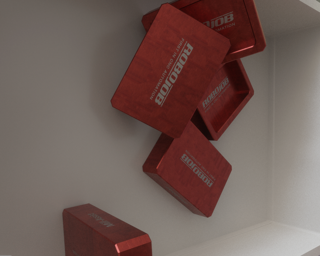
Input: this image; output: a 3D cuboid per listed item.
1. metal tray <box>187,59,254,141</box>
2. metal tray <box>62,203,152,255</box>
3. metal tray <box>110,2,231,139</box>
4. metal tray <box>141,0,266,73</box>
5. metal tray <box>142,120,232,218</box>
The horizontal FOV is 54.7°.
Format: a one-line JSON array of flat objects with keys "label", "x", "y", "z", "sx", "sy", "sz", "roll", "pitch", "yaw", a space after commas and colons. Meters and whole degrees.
[{"label": "metal tray", "x": 0.090, "y": -0.053, "z": 0.481, "sx": 0.131, "sy": 0.030, "sz": 0.090, "roll": -46, "pitch": 118, "yaw": -30}, {"label": "metal tray", "x": -0.054, "y": 0.131, "z": 0.293, "sx": 0.030, "sy": 0.130, "sz": 0.089, "roll": -5, "pitch": 93, "yaw": -35}, {"label": "metal tray", "x": 0.012, "y": -0.064, "z": 0.362, "sx": 0.090, "sy": 0.030, "sz": 0.129, "roll": 28, "pitch": 93, "yaw": -9}, {"label": "metal tray", "x": 0.054, "y": -0.121, "z": 0.384, "sx": 0.090, "sy": 0.130, "sz": 0.030, "roll": 64, "pitch": 26, "yaw": -23}, {"label": "metal tray", "x": 0.045, "y": 0.058, "z": 0.443, "sx": 0.130, "sy": 0.030, "sz": 0.090, "roll": 45, "pitch": 63, "yaw": -31}]
